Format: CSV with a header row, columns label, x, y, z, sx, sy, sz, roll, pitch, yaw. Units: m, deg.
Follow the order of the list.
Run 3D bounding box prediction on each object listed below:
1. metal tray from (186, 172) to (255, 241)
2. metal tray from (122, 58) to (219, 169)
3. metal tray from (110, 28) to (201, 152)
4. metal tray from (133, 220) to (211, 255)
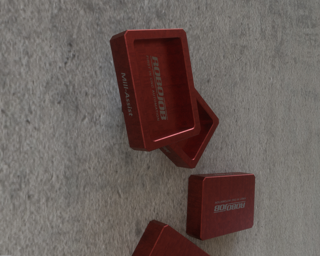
label,x,y,z,sx,sy,sz,roll,pitch,yaw
metal tray,0.099,0.118,0.488,0.131,0.030,0.089,4,87,-40
metal tray,0.020,-0.017,0.420,0.130,0.030,0.090,47,62,-30
metal tray,-0.002,-0.046,0.361,0.091,0.030,0.129,-17,101,-39
metal tray,0.017,0.195,0.418,0.130,0.030,0.090,45,63,-31
